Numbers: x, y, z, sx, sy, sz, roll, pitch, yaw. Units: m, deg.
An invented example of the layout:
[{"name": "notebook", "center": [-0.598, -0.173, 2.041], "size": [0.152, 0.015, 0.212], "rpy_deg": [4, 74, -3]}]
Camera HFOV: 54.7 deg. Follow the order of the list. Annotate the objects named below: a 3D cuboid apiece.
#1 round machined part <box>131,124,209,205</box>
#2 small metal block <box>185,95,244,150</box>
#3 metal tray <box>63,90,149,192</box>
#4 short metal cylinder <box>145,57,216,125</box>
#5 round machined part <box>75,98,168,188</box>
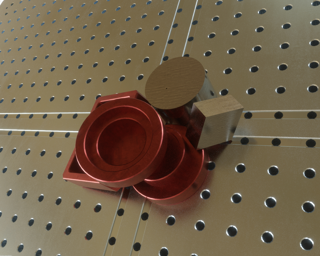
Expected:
[{"name": "round machined part", "center": [0.005, 0.038, 0.369], "size": [0.098, 0.042, 0.098], "rpy_deg": [-13, 56, 20]}, {"name": "small metal block", "center": [0.061, -0.006, 0.351], "size": [0.050, 0.050, 0.025], "rpy_deg": [-14, 47, -24]}, {"name": "metal tray", "center": [-0.071, 0.015, 0.417], "size": [0.090, 0.030, 0.130], "rpy_deg": [-4, 59, 43]}, {"name": "short metal cylinder", "center": [0.028, -0.046, 0.404], "size": [0.080, 0.050, 0.080], "rpy_deg": [-13, 56, 20]}, {"name": "round machined part", "center": [-0.039, 0.019, 0.344], "size": [0.098, 0.042, 0.098], "rpy_deg": [-6, 62, 13]}]
